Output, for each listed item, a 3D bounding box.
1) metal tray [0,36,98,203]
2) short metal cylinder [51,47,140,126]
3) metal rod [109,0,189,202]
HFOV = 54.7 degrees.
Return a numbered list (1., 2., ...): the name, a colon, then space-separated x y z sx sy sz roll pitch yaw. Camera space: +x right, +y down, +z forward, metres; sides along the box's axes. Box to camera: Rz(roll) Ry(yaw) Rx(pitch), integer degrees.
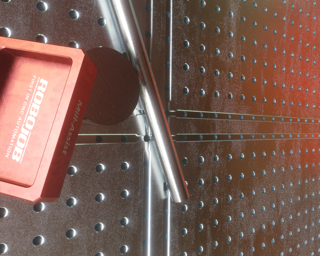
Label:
1. metal tray: -0.117 -0.010 0.269 0.030 0.090 0.130 57 45 -74
2. short metal cylinder: -0.069 -0.042 0.335 0.081 0.050 0.079 0 90 -40
3. metal rod: -0.013 -0.041 0.397 0.025 0.025 0.298 -28 107 -37
